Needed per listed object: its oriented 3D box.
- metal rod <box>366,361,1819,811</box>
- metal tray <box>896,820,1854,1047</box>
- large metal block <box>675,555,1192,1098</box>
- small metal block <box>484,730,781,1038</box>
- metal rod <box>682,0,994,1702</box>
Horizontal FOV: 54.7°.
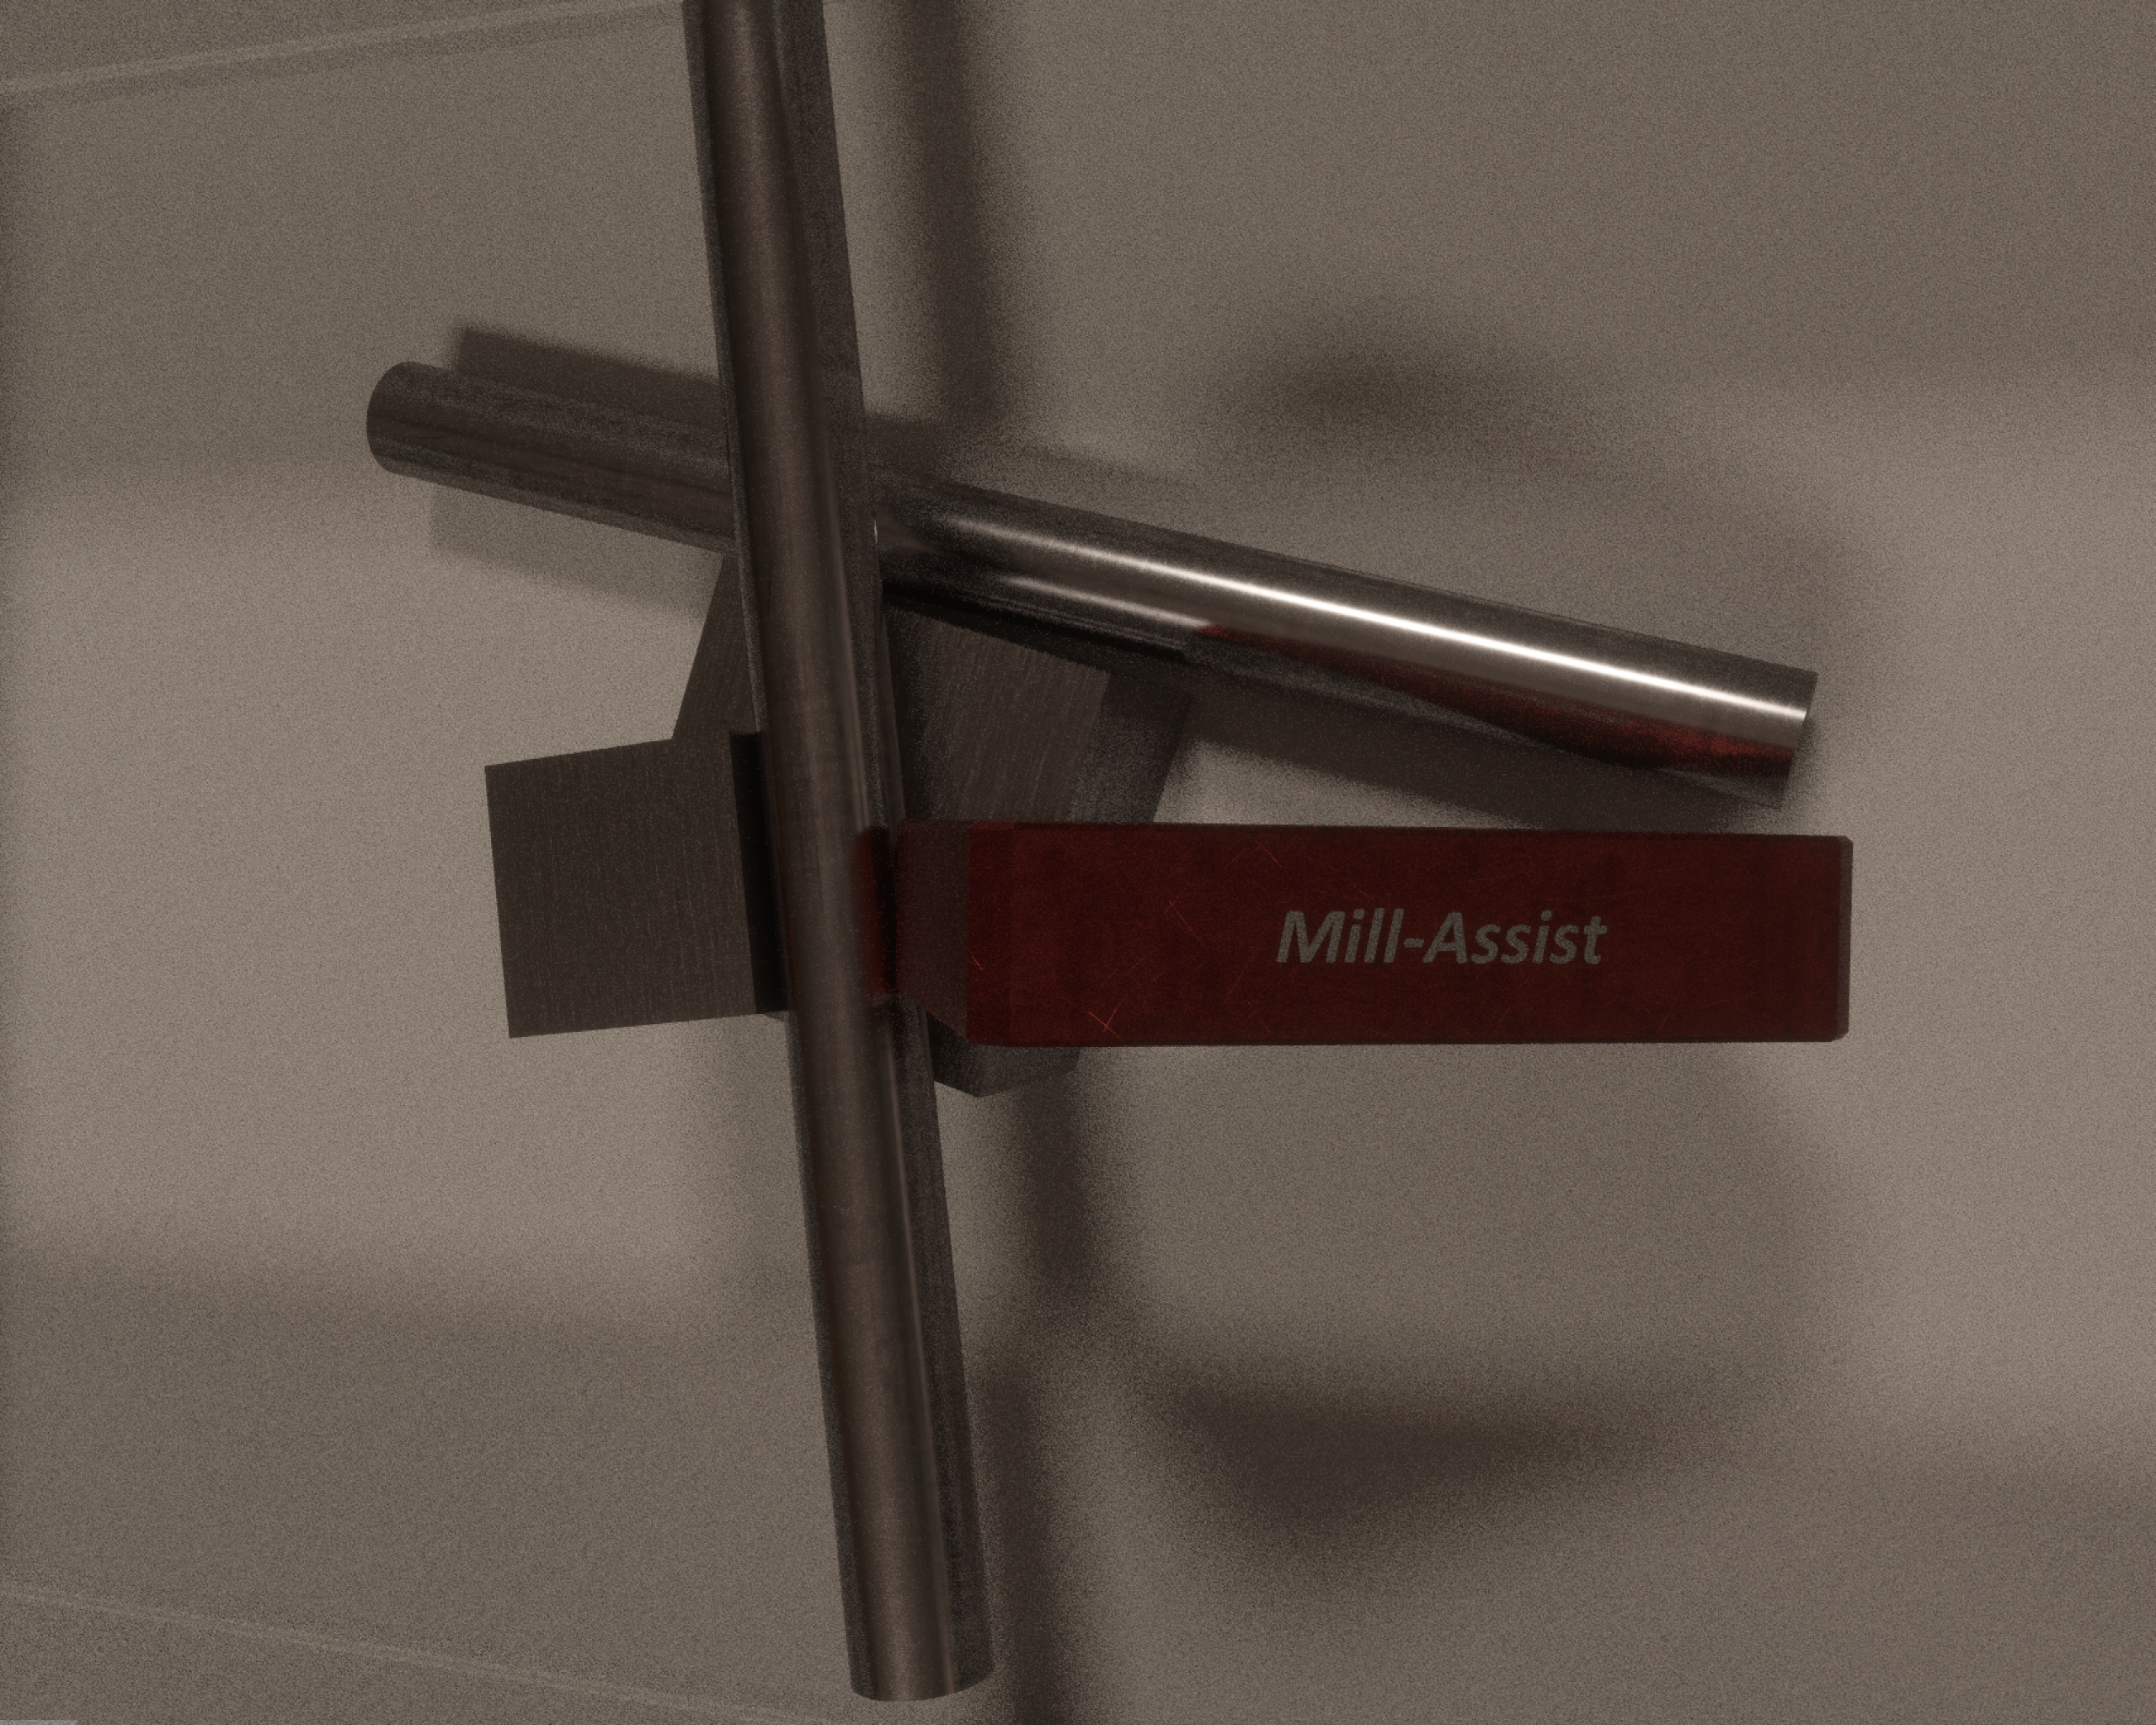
[{"bbox_3d":[-0.011,-0.060,0.413,0.301,0.025,0.025,16,95,18],"label":"metal rod"},{"bbox_3d":[0.041,0.009,0.331,0.131,0.090,0.030,1,91,-12],"label":"metal tray"},{"bbox_3d":[-0.034,-0.008,0.407,0.080,0.050,0.080,19,96,18],"label":"large metal block"},{"bbox_3d":[-0.078,0.004,0.382,0.050,0.025,0.050,-7,87,19],"label":"small metal block"},{"bbox_3d":[-0.043,-0.006,0.370,0.025,0.025,0.298,-7,88,19],"label":"metal rod"}]
